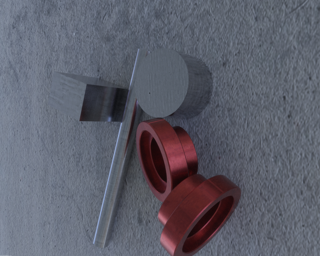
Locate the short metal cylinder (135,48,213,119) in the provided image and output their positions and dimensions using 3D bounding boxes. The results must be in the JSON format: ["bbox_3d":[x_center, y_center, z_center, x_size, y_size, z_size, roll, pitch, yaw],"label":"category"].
[{"bbox_3d":[0.016,-0.052,0.375,0.080,0.050,0.080,0,89,40],"label":"short metal cylinder"}]

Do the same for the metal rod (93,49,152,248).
[{"bbox_3d":[-0.055,0.037,0.449,0.025,0.025,0.298,24,105,37],"label":"metal rod"}]

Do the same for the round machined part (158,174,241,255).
[{"bbox_3d":[0.037,0.088,0.327,0.042,0.099,0.097,39,114,33],"label":"round machined part"}]

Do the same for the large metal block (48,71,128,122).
[{"bbox_3d":[-0.103,-0.045,0.454,0.080,0.081,0.050,23,105,37],"label":"large metal block"}]

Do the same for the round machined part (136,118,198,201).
[{"bbox_3d":[0.010,0.035,0.368,0.098,0.042,0.097,46,144,50],"label":"round machined part"}]
